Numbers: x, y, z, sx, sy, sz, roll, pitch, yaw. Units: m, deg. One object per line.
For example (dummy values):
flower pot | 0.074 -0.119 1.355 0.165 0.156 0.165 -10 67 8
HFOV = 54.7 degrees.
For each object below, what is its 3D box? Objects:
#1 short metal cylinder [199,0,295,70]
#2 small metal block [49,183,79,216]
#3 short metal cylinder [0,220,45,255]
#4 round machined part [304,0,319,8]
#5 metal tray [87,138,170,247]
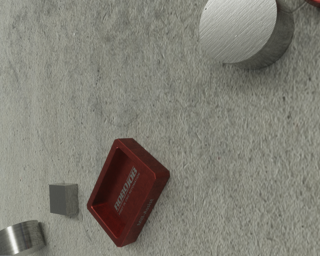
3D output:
short metal cylinder | 0.088 -0.102 0.316 0.080 0.050 0.080 0 90 40
small metal block | -0.169 0.124 0.545 0.050 0.025 0.050 -6 86 39
short metal cylinder | -0.267 0.216 0.590 0.080 0.081 0.050 -38 67 33
round machined part | 0.157 -0.157 0.264 0.098 0.042 0.097 0 90 40
metal tray | -0.050 0.090 0.442 0.090 0.030 0.129 39 114 33
